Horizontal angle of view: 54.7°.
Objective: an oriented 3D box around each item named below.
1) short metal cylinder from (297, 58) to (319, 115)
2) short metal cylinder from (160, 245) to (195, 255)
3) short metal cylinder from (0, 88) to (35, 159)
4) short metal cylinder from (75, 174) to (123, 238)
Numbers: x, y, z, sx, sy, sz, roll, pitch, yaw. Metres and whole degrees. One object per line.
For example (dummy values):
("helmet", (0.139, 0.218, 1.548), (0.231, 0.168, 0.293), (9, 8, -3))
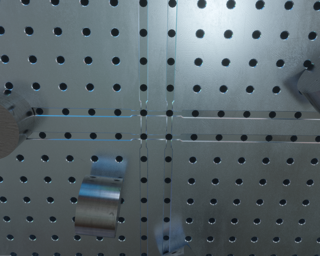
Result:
("short metal cylinder", (0.214, -0.053, 0.366), (0.080, 0.080, 0.050), (-43, 105, 14))
("short metal cylinder", (0.032, 0.226, 0.468), (0.050, 0.080, 0.080), (-27, 108, 9))
("short metal cylinder", (-0.210, -0.006, 0.396), (0.081, 0.050, 0.079), (0, 110, 0))
("short metal cylinder", (-0.081, 0.106, 0.422), (0.050, 0.080, 0.079), (7, 110, -3))
